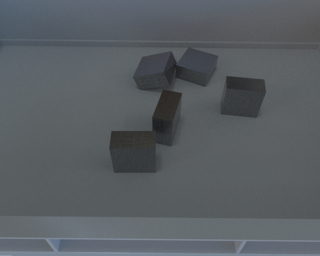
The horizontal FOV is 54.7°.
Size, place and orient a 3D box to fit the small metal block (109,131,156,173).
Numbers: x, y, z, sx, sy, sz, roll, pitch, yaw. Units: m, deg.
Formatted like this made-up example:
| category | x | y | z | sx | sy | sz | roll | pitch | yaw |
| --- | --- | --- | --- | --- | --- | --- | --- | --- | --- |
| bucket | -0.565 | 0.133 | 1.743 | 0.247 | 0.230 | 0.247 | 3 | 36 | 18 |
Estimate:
| category | x | y | z | sx | sy | sz | roll | pitch | yaw |
| --- | --- | --- | --- | --- | --- | --- | --- | --- | --- |
| small metal block | -0.030 | 0.029 | 0.364 | 0.050 | 0.050 | 0.025 | 0 | 50 | -1 |

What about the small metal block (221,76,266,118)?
| category | x | y | z | sx | sy | sz | roll | pitch | yaw |
| --- | --- | --- | --- | --- | --- | --- | --- | --- | --- |
| small metal block | 0.113 | -0.042 | 0.426 | 0.050 | 0.050 | 0.025 | 6 | 51 | 4 |

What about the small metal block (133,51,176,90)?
| category | x | y | z | sx | sy | sz | roll | pitch | yaw |
| --- | --- | --- | --- | --- | --- | --- | --- | --- | --- |
| small metal block | -0.007 | -0.087 | 0.466 | 0.050 | 0.025 | 0.050 | -5 | 46 | 26 |

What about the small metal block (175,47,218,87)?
| category | x | y | z | sx | sy | sz | roll | pitch | yaw |
| --- | --- | --- | --- | --- | --- | --- | --- | --- | --- |
| small metal block | 0.058 | -0.096 | 0.487 | 0.050 | 0.025 | 0.050 | 21 | 53 | 16 |

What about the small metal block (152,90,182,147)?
| category | x | y | z | sx | sy | sz | roll | pitch | yaw |
| --- | --- | --- | --- | --- | --- | --- | --- | --- | --- |
| small metal block | 0.009 | -0.013 | 0.400 | 0.025 | 0.050 | 0.050 | 12 | 51 | 9 |
